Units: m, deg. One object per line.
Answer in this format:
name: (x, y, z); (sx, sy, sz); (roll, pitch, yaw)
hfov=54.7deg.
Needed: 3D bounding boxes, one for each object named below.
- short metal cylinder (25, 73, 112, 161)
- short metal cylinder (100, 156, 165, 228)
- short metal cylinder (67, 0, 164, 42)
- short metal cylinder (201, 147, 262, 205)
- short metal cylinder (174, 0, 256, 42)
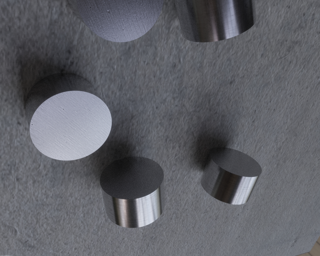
short metal cylinder: (-0.098, -0.012, 0.330); (0.081, 0.050, 0.079); (-14, 125, -21)
short metal cylinder: (-0.034, 0.082, 0.404); (0.081, 0.080, 0.050); (-16, 125, -20)
short metal cylinder: (-0.043, -0.127, 0.290); (0.081, 0.050, 0.079); (-14, 125, -21)
short metal cylinder: (0.108, 0.072, 0.477); (0.081, 0.080, 0.050); (0, 118, -29)
short metal cylinder: (0.057, -0.131, 0.323); (0.080, 0.080, 0.050); (-28, 128, -11)
